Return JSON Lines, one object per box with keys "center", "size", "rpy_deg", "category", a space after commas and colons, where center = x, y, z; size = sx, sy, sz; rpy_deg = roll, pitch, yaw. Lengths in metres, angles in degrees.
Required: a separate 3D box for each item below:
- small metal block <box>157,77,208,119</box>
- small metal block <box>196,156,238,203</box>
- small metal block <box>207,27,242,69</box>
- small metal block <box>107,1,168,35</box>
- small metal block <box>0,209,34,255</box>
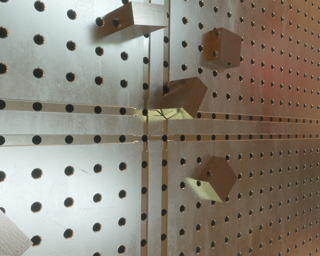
{"center": [0.030, -0.039, 0.420], "size": [0.025, 0.050, 0.050], "rpy_deg": [41, 65, -33], "category": "small metal block"}
{"center": [0.091, 0.081, 0.488], "size": [0.050, 0.025, 0.050], "rpy_deg": [-51, 120, -28], "category": "small metal block"}
{"center": [0.105, -0.128, 0.500], "size": [0.050, 0.025, 0.050], "rpy_deg": [8, 85, -40], "category": "small metal block"}
{"center": [-0.027, -0.130, 0.372], "size": [0.050, 0.050, 0.025], "rpy_deg": [-13, 98, -40], "category": "small metal block"}
{"center": [-0.155, 0.105, 0.280], "size": [0.050, 0.025, 0.050], "rpy_deg": [-45, 117, -31], "category": "small metal block"}
